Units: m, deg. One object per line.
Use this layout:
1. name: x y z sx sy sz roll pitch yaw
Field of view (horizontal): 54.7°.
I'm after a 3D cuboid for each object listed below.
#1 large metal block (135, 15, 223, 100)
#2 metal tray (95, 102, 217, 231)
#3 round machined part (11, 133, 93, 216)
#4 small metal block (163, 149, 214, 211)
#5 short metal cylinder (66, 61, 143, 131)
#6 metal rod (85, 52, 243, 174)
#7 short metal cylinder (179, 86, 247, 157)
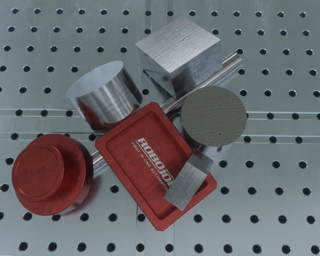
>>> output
1. large metal block: 0.026 -0.098 0.422 0.080 0.050 0.080 -35 54 -12
2. metal tray: -0.005 0.045 0.377 0.090 0.030 0.130 -36 87 -12
3. round machined part: -0.133 0.054 0.368 0.098 0.042 0.098 -4 75 15
4. small metal block: 0.033 0.057 0.347 0.025 0.050 0.050 33 109 9
5. short metal cylinder: -0.069 -0.042 0.391 0.080 0.050 0.080 -21 31 14
6. metal rod: -0.008 -0.012 0.418 0.301 0.025 0.025 -36 74 -12
7. short metal cylinder: 0.066 -0.007 0.401 0.081 0.050 0.080 0 70 0
